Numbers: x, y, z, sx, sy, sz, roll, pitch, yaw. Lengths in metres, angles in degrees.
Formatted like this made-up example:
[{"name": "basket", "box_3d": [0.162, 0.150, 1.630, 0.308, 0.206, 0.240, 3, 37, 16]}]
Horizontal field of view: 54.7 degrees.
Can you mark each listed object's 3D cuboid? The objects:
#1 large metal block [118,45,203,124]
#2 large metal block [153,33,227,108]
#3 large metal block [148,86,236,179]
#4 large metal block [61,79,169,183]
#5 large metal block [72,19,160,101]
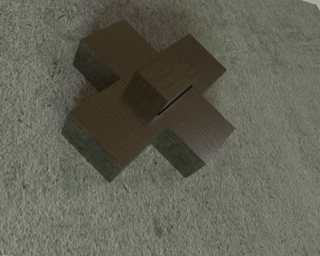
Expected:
[{"name": "large metal block", "box_3d": [-0.002, -0.049, 0.400, 0.050, 0.080, 0.080, 45, 51, 3]}, {"name": "large metal block", "box_3d": [0.039, -0.083, 0.462, 0.080, 0.050, 0.080, 45, 51, 3]}, {"name": "large metal block", "box_3d": [0.039, 0.005, 0.408, 0.080, 0.050, 0.080, 45, 51, 3]}, {"name": "large metal block", "box_3d": [-0.052, 0.002, 0.360, 0.080, 0.050, 0.080, 45, 51, 3]}, {"name": "large metal block", "box_3d": [-0.054, -0.088, 0.414, 0.080, 0.050, 0.080, 45, 51, 3]}]
